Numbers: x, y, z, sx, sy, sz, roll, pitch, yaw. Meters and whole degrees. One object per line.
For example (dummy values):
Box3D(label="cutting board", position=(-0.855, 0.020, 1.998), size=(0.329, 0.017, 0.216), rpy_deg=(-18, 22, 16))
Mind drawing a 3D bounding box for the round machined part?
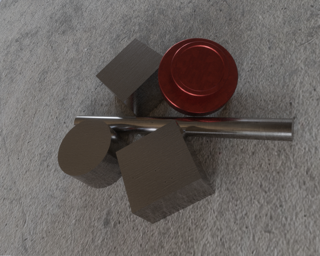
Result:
Box3D(label="round machined part", position=(0.047, -0.066, 0.379), size=(0.099, 0.042, 0.098), rpy_deg=(0, 79, 0))

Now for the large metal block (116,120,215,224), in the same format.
Box3D(label="large metal block", position=(0.005, 0.051, 0.355), size=(0.080, 0.050, 0.080), rpy_deg=(-29, 52, 9))

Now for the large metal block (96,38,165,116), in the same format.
Box3D(label="large metal block", position=(-0.031, -0.071, 0.445), size=(0.080, 0.050, 0.080), rpy_deg=(-45, 51, -3))

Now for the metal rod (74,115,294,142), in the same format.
Box3D(label="metal rod", position=(0.010, -0.003, 0.402), size=(0.300, 0.025, 0.025), rpy_deg=(2, 63, 28))

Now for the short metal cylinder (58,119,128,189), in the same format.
Box3D(label="short metal cylinder", position=(-0.086, 0.034, 0.412), size=(0.080, 0.050, 0.080), rpy_deg=(-13, 56, 20))
